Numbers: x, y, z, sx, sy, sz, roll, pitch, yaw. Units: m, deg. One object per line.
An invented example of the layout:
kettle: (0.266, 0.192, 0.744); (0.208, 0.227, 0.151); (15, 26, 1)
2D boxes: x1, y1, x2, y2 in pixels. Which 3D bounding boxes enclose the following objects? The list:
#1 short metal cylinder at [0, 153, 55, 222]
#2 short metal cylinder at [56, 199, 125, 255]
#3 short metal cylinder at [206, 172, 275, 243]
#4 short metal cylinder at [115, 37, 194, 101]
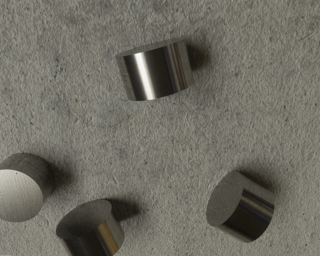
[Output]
short metal cylinder: (-0.192, 0.080, 0.424); (0.081, 0.050, 0.079); (0, 110, 0)
short metal cylinder: (-0.096, 0.145, 0.433); (0.080, 0.080, 0.050); (-18, 109, 6)
short metal cylinder: (0.107, 0.107, 0.421); (0.050, 0.080, 0.080); (31, 107, -11)
short metal cylinder: (-0.005, -0.068, 0.355); (0.080, 0.080, 0.050); (-13, 110, 5)
